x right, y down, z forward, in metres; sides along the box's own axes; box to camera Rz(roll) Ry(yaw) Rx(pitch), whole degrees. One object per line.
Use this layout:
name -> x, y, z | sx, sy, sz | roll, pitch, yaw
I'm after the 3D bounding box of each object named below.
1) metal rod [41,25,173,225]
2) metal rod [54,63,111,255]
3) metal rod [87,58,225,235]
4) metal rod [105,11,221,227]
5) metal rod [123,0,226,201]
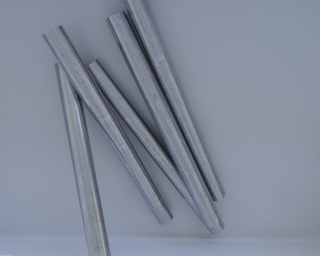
metal rod -> -0.055, 0.013, 0.400 | 0.025, 0.025, 0.299 | -24, 114, 8
metal rod -> -0.088, 0.067, 0.372 | 0.025, 0.025, 0.298 | -12, 86, 4
metal rod -> 0.000, 0.036, 0.424 | 0.025, 0.025, 0.300 | -33, 107, 11
metal rod -> 0.011, -0.001, 0.397 | 0.025, 0.025, 0.299 | -24, 104, 8
metal rod -> 0.024, -0.031, 0.399 | 0.025, 0.025, 0.299 | -22, 109, 8
